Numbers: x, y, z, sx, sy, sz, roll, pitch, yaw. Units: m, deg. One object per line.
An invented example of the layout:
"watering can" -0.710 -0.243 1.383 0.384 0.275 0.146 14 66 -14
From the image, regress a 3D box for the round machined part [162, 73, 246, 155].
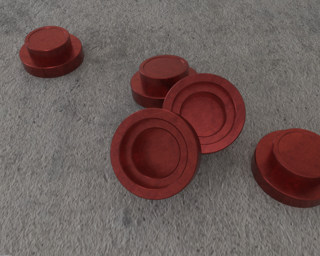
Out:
"round machined part" 0.053 -0.015 0.387 0.099 0.042 0.097 -1 82 5

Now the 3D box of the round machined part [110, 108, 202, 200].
"round machined part" -0.002 0.028 0.347 0.098 0.042 0.097 0 89 17

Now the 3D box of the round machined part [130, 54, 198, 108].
"round machined part" 0.007 -0.070 0.439 0.099 0.042 0.098 -3 39 3

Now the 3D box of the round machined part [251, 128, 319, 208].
"round machined part" 0.161 0.039 0.361 0.099 0.042 0.098 0 50 0

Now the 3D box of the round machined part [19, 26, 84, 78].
"round machined part" -0.176 -0.128 0.498 0.099 0.042 0.098 0 50 0
